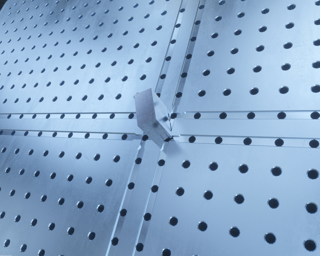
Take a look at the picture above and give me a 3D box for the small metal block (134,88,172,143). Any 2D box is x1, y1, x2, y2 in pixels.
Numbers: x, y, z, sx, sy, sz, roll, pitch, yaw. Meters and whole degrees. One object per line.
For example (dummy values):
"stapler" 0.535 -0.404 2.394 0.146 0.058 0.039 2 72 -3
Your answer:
"small metal block" -0.009 -0.016 0.407 0.025 0.050 0.050 -20 54 16
